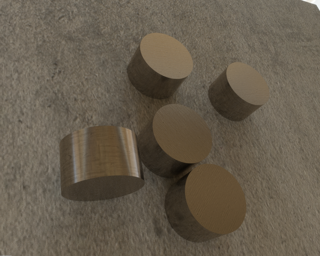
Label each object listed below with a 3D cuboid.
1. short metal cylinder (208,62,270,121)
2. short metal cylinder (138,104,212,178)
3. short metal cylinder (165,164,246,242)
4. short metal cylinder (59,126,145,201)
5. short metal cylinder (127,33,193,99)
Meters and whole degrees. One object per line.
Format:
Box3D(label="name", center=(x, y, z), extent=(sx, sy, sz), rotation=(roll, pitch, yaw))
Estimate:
Box3D(label="short metal cylinder", center=(0.125, -0.057, 0.492), extent=(0.081, 0.050, 0.080), rotation=(14, 56, -21))
Box3D(label="short metal cylinder", center=(0.017, 0.017, 0.389), extent=(0.081, 0.050, 0.080), rotation=(14, 56, -21))
Box3D(label="short metal cylinder", center=(0.053, 0.088, 0.364), extent=(0.081, 0.050, 0.080), rotation=(14, 56, -21))
Box3D(label="short metal cylinder", center=(-0.059, 0.038, 0.314), extent=(0.081, 0.080, 0.050), rotation=(3, 61, -27))
Box3D(label="short metal cylinder", center=(0.000, -0.088, 0.443), extent=(0.081, 0.050, 0.080), rotation=(14, 56, -21))
